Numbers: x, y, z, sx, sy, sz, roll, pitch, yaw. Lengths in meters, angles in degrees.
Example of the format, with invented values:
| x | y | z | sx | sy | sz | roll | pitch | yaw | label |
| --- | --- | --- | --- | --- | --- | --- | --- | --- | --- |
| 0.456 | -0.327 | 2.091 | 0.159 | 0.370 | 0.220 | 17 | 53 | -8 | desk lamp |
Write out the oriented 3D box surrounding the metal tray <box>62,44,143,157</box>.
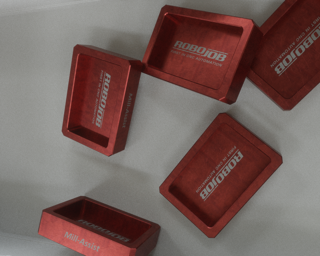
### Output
| x | y | z | sx | sy | sz | roll | pitch | yaw | label |
| --- | --- | --- | --- | --- | --- | --- | --- | --- | --- |
| -0.081 | -0.038 | 0.417 | 0.090 | 0.030 | 0.129 | 22 | 109 | 22 | metal tray |

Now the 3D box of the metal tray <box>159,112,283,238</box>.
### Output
| x | y | z | sx | sy | sz | roll | pitch | yaw | label |
| --- | --- | --- | --- | --- | --- | --- | --- | --- | --- |
| 0.073 | 0.057 | 0.381 | 0.090 | 0.030 | 0.130 | 41 | 102 | 15 | metal tray |

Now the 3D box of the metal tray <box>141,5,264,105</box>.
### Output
| x | y | z | sx | sy | sz | roll | pitch | yaw | label |
| --- | --- | --- | --- | --- | --- | --- | --- | --- | --- |
| 0.044 | -0.091 | 0.371 | 0.130 | 0.030 | 0.089 | 26 | 99 | 35 | metal tray |

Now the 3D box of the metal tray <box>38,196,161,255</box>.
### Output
| x | y | z | sx | sy | sz | roll | pitch | yaw | label |
| --- | --- | --- | --- | --- | --- | --- | --- | --- | --- |
| -0.075 | 0.131 | 0.401 | 0.130 | 0.090 | 0.030 | 15 | 95 | 19 | metal tray |

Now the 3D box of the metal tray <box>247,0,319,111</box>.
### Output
| x | y | z | sx | sy | sz | roll | pitch | yaw | label |
| --- | --- | --- | --- | --- | --- | --- | --- | --- | --- |
| 0.159 | -0.094 | 0.351 | 0.090 | 0.030 | 0.130 | 46 | 104 | 14 | metal tray |
